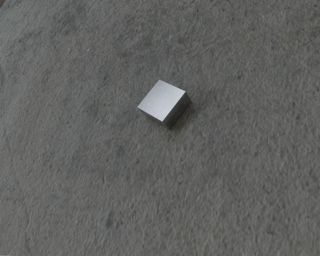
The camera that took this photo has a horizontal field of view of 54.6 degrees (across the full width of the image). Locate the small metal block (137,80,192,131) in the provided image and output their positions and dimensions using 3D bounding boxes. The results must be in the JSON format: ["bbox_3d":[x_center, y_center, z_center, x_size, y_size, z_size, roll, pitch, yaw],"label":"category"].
[{"bbox_3d":[0.006,-0.032,0.421,0.050,0.025,0.050,31,79,38],"label":"small metal block"}]
